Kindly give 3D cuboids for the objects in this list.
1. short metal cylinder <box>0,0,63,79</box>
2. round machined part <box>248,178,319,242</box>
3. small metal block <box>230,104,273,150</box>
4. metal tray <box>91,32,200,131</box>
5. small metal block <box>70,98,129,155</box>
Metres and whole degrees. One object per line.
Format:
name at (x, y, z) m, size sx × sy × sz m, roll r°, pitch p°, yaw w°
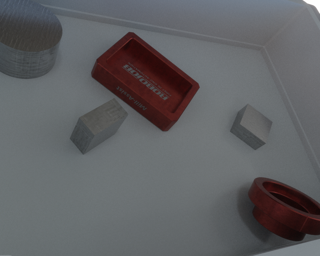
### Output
short metal cylinder at (-0.162, -0.106, 0.367) m, size 0.081 × 0.050 × 0.080 m, roll 14°, pitch 56°, yaw -21°
round machined part at (0.159, 0.106, 0.397) m, size 0.099 × 0.042 × 0.098 m, roll 20°, pitch 14°, yaw -5°
small metal block at (0.144, -0.002, 0.487) m, size 0.050 × 0.025 × 0.050 m, roll 36°, pitch 51°, yaw -5°
metal tray at (-0.017, -0.067, 0.435) m, size 0.130 × 0.030 × 0.090 m, roll 38°, pitch 51°, yaw -3°
small metal block at (-0.070, -0.002, 0.354) m, size 0.025 × 0.050 × 0.050 m, roll 49°, pitch 51°, yaw 6°
